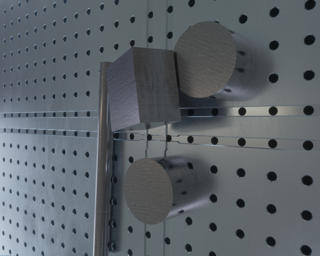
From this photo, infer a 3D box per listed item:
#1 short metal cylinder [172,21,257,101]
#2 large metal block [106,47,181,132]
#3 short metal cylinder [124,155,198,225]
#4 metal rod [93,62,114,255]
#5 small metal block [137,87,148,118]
[{"bbox_3d":[0.059,-0.072,0.344,0.080,0.050,0.079,0,90,40],"label":"short metal cylinder"},{"bbox_3d":[-0.022,-0.041,0.363,0.080,0.050,0.080,-14,81,59],"label":"large metal block"},{"bbox_3d":[0.000,0.076,0.393,0.080,0.050,0.079,0,90,40],"label":"short metal cylinder"},{"bbox_3d":[-0.085,0.049,0.479,0.025,0.025,0.298,4,93,40],"label":"metal rod"},{"bbox_3d":[-0.008,-0.038,0.416,0.050,0.025,0.050,-6,86,39],"label":"small metal block"}]
